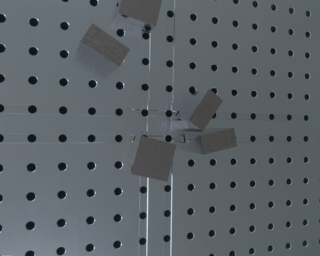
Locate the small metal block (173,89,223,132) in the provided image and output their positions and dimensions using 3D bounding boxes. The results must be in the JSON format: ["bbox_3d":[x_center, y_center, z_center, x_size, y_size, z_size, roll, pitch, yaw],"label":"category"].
[{"bbox_3d":[0.050,-0.023,0.417,0.025,0.050,0.050,38,78,-16],"label":"small metal block"}]

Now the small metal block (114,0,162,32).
[{"bbox_3d":[-0.027,-0.160,0.402,0.050,0.025,0.050,14,85,-20],"label":"small metal block"}]

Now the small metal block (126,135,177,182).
[{"bbox_3d":[-0.011,0.040,0.408,0.050,0.025,0.050,16,85,-19],"label":"small metal block"}]

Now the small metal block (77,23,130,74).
[{"bbox_3d":[-0.069,-0.094,0.373,0.050,0.050,0.025,32,80,-17],"label":"small metal block"}]

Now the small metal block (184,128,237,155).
[{"bbox_3d":[0.068,0.017,0.424,0.050,0.050,0.025,-12,94,-20],"label":"small metal block"}]
